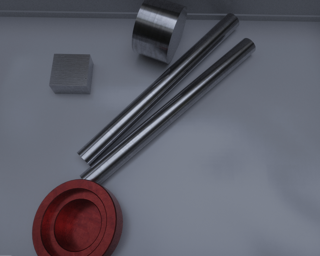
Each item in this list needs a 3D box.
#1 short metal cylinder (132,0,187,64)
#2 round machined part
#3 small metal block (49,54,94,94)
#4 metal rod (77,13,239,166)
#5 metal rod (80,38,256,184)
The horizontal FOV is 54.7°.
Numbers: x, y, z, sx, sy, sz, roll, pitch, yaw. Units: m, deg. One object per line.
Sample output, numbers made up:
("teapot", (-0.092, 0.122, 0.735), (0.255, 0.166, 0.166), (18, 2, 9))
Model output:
("short metal cylinder", (0.000, -0.136, 0.430), (0.050, 0.080, 0.080), (21, 71, 7))
("round machined part", (-0.088, 0.111, 0.351), (0.098, 0.042, 0.098), (-5, 65, 12))
("small metal block", (-0.123, -0.076, 0.436), (0.050, 0.025, 0.050), (1, 70, 0))
("metal rod", (0.007, -0.062, 0.432), (0.025, 0.025, 0.301), (42, 75, 13))
("metal rod", (0.020, -0.027, 0.419), (0.301, 0.025, 0.025), (-41, 75, -14))
